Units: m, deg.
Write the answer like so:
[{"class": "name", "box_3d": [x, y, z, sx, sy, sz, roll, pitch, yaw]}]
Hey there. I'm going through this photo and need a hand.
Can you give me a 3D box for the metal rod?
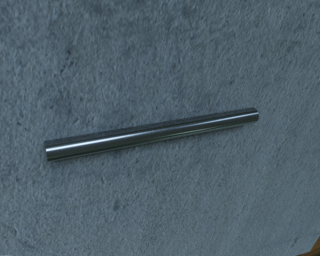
[{"class": "metal rod", "box_3d": [0.006, 0.004, 0.413, 0.303, 0.025, 0.025, -10, 123, -24]}]
